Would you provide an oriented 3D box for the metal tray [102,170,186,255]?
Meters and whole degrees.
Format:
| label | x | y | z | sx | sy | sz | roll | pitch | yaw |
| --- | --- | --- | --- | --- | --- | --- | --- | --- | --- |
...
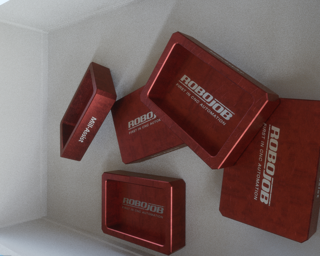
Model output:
| label | x | y | z | sx | sy | sz | roll | pitch | yaw |
| --- | --- | --- | --- | --- | --- | --- | --- | --- | --- |
| metal tray | -0.027 | 0.110 | 0.425 | 0.130 | 0.030 | 0.089 | 1 | 90 | 40 |

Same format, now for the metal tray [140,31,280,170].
| label | x | y | z | sx | sy | sz | roll | pitch | yaw |
| --- | --- | --- | --- | --- | --- | --- | --- | --- | --- |
| metal tray | 0.044 | -0.031 | 0.326 | 0.130 | 0.030 | 0.089 | 45 | 117 | 31 |

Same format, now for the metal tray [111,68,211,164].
| label | x | y | z | sx | sy | sz | roll | pitch | yaw |
| --- | --- | --- | --- | --- | --- | --- | --- | --- | --- |
| metal tray | -0.005 | -0.011 | 0.408 | 0.130 | 0.030 | 0.090 | -23 | 76 | 37 |

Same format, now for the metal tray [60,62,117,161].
| label | x | y | z | sx | sy | sz | roll | pitch | yaw |
| --- | --- | --- | --- | --- | --- | --- | --- | --- | --- |
| metal tray | -0.114 | -0.025 | 0.475 | 0.129 | 0.030 | 0.090 | -55 | 34 | 25 |

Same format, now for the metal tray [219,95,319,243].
| label | x | y | z | sx | sy | sz | roll | pitch | yaw |
| --- | --- | --- | --- | --- | --- | --- | --- | --- | --- |
| metal tray | 0.113 | 0.035 | 0.311 | 0.090 | 0.030 | 0.129 | 9 | 96 | 39 |
